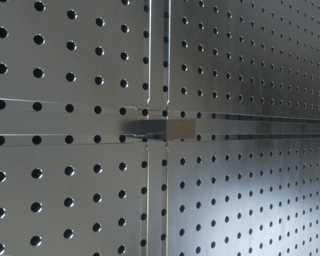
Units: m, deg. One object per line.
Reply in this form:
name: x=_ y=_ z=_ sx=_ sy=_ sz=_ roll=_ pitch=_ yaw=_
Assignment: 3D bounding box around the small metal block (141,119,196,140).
small metal block: x=0.011 y=0.002 z=0.404 sx=0.050 sy=0.050 sz=0.025 roll=-1 pitch=91 yaw=-40
